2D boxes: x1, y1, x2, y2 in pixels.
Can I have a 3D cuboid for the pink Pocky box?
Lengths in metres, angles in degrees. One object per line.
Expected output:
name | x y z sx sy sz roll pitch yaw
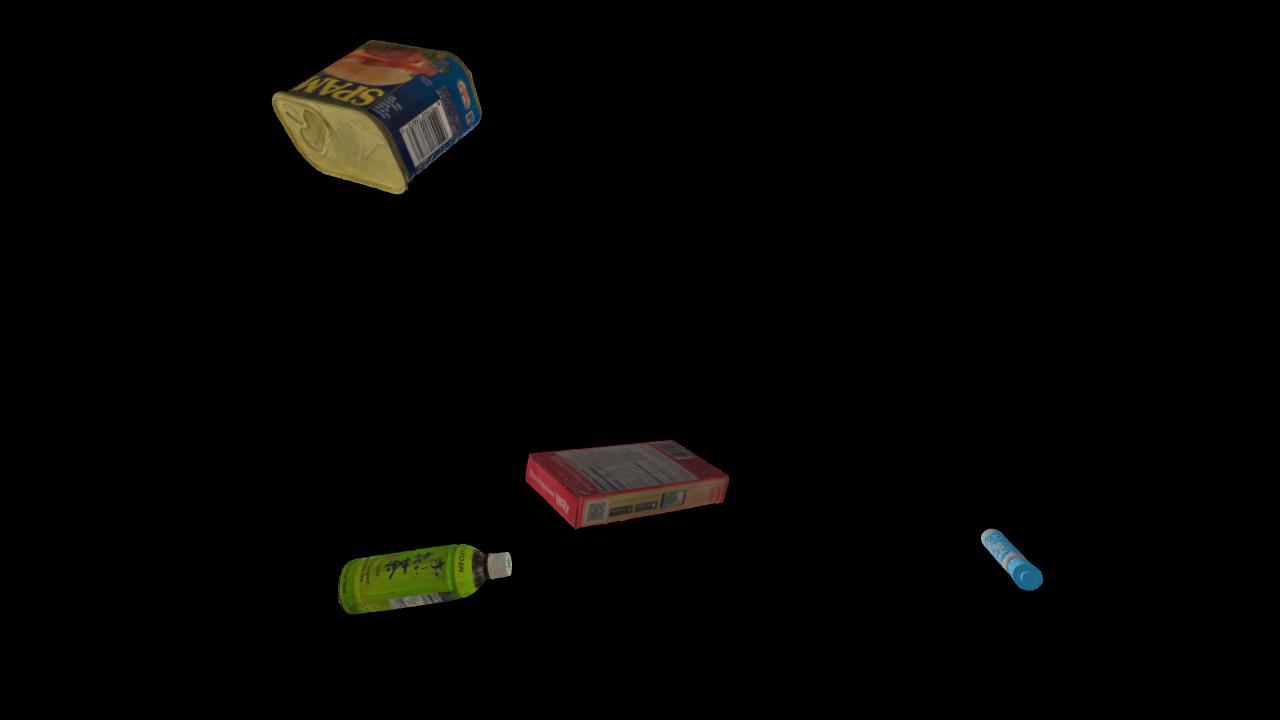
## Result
pink Pocky box | -0.009 0.100 0.517 0.155 0.029 0.084 1 16 -38

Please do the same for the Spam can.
Spam can | -0.169 -0.164 0.407 0.101 0.085 0.058 20 -34 22

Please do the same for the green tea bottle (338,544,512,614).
green tea bottle | -0.273 0.280 0.797 0.212 0.073 0.073 -7 0 0

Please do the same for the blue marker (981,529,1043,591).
blue marker | 0.293 0.156 0.488 0.020 0.020 0.121 0 -2 19
